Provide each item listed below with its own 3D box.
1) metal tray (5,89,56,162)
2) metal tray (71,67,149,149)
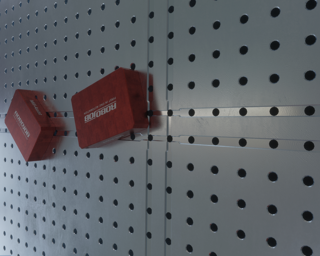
[{"bbox_3d":[-0.267,-0.007,0.629,0.130,0.030,0.090,47,118,29],"label":"metal tray"},{"bbox_3d":[-0.081,-0.026,0.474,0.130,0.030,0.090,-20,77,38],"label":"metal tray"}]
